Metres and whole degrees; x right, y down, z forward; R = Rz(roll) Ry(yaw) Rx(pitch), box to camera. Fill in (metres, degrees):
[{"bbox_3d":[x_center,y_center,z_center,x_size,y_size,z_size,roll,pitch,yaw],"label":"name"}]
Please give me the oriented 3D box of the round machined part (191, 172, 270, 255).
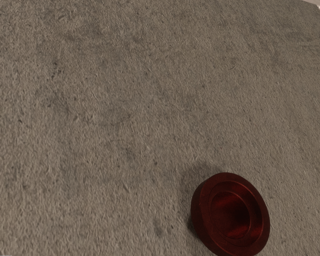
[{"bbox_3d":[0.079,0.107,0.373,0.099,0.042,0.098,14,56,-21],"label":"round machined part"}]
